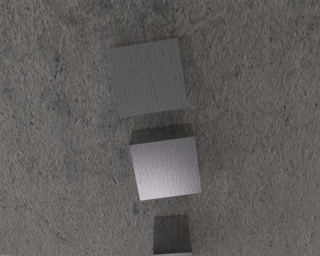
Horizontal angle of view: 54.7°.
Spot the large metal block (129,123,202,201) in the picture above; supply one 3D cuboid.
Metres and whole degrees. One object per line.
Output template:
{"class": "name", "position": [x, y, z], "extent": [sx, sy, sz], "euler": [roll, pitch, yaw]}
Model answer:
{"class": "large metal block", "position": [0.008, 0.044, 0.412], "extent": [0.080, 0.050, 0.079], "euler": [-8, 110, 3]}

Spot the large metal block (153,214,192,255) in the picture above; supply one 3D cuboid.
{"class": "large metal block", "position": [0.019, 0.184, 0.448], "extent": [0.050, 0.080, 0.079], "euler": [-4, 110, 1]}

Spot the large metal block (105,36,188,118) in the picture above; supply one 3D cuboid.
{"class": "large metal block", "position": [-0.014, -0.063, 0.373], "extent": [0.080, 0.050, 0.079], "euler": [-9, 110, 3]}
